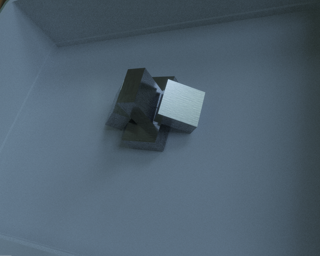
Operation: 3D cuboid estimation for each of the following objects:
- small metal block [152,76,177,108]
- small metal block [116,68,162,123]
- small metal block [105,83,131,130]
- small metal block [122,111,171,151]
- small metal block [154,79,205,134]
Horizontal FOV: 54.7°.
[{"bbox_3d":[-0.004,-0.044,0.431,0.050,0.025,0.050,3,63,29],"label":"small metal block"},{"bbox_3d":[-0.025,-0.040,0.392,0.025,0.050,0.050,1,62,28],"label":"small metal block"},{"bbox_3d":[-0.052,-0.030,0.432,0.050,0.025,0.050,139,150,-62],"label":"small metal block"},{"bbox_3d":[-0.016,0.001,0.411,0.050,0.025,0.050,3,63,29],"label":"small metal block"},{"bbox_3d":[0.025,-0.027,0.392,0.050,0.025,0.050,19,67,-7],"label":"small metal block"}]
